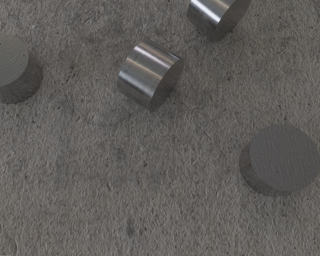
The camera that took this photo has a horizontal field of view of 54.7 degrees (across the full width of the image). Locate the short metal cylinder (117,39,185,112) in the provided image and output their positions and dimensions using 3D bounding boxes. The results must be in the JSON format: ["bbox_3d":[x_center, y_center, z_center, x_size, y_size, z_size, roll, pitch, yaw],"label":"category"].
[{"bbox_3d":[-0.011,-0.067,0.403,0.050,0.080,0.080,33,73,11],"label":"short metal cylinder"}]

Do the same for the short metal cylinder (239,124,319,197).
[{"bbox_3d":[0.144,0.041,0.381,0.081,0.050,0.080,0,70,0],"label":"short metal cylinder"}]

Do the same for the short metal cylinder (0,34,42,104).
[{"bbox_3d":[-0.210,-0.079,0.422,0.081,0.050,0.080,0,70,0],"label":"short metal cylinder"}]

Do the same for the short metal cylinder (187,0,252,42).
[{"bbox_3d":[0.084,-0.172,0.442,0.080,0.080,0.050,-42,76,-14],"label":"short metal cylinder"}]
